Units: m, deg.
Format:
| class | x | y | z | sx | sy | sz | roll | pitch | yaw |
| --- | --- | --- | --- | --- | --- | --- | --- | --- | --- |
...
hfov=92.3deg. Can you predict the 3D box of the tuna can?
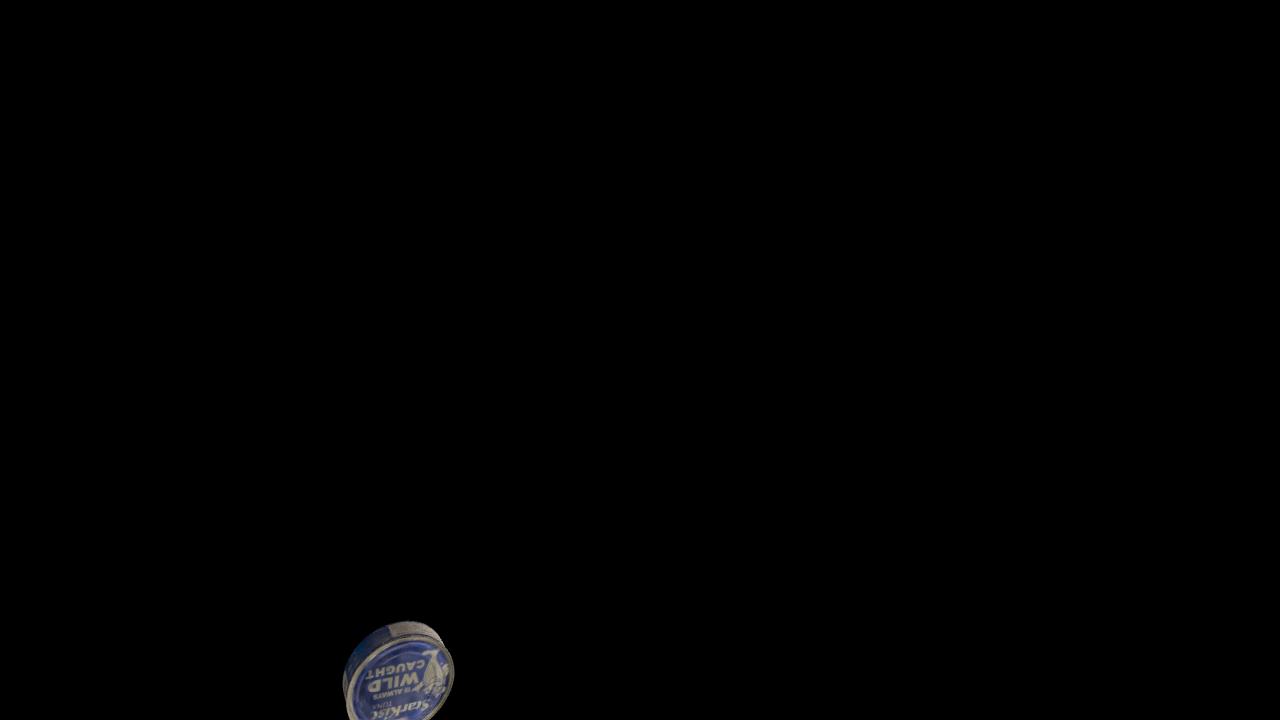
| class | x | y | z | sx | sy | sz | roll | pitch | yaw |
| --- | --- | --- | --- | --- | --- | --- | --- | --- | --- |
| tuna can | -0.201 | 0.264 | 0.513 | 0.084 | 0.084 | 0.034 | 0 | 5 | -32 |
